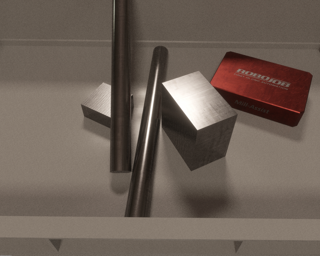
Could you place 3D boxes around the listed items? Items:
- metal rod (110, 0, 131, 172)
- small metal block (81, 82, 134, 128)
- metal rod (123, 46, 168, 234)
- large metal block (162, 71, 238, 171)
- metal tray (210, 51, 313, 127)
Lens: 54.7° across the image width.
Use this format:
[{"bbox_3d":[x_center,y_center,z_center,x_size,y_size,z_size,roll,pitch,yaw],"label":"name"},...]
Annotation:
[{"bbox_3d":[-0.050,-0.092,0.403,0.025,0.025,0.299,-1,75,-2],"label":"metal rod"},{"bbox_3d":[-0.072,-0.031,0.430,0.050,0.025,0.050,24,54,18],"label":"small metal block"},{"bbox_3d":[-0.012,-0.011,0.413,0.025,0.025,0.300,4,50,3],"label":"metal rod"},{"bbox_3d":[0.043,-0.008,0.377,0.050,0.080,0.080,-21,53,-17],"label":"large metal block"},{"bbox_3d":[0.146,-0.061,0.455,0.130,0.030,0.090,20,53,15],"label":"metal tray"}]
